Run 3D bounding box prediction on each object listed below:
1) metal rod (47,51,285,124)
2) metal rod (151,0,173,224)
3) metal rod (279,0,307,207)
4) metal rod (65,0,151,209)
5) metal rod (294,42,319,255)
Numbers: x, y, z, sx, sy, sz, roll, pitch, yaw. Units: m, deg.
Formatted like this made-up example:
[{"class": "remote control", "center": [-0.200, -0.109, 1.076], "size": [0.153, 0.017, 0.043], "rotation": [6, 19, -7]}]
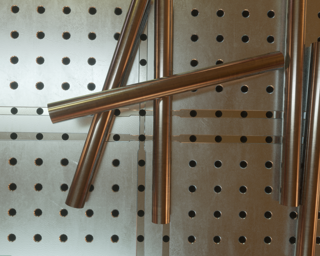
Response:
[{"class": "metal rod", "center": [0.016, -0.054, 0.389], "size": [0.302, 0.025, 0.025], "rotation": [-15, 90, -10]}, {"class": "metal rod", "center": [0.003, -0.025, 0.413], "size": [0.025, 0.025, 0.298], "rotation": [1, 90, -1]}, {"class": "metal rod", "center": [0.179, -0.047, 0.415], "size": [0.025, 0.025, 0.298], "rotation": [2, 90, -1]}, {"class": "metal rod", "center": [-0.067, -0.040, 0.412], "size": [0.025, 0.025, 0.298], "rotation": [18, 90, -1]}, {"class": "metal rod", "center": [0.205, 0.036, 0.416], "size": [0.025, 0.025, 0.298], "rotation": [5, 90, -1]}]
